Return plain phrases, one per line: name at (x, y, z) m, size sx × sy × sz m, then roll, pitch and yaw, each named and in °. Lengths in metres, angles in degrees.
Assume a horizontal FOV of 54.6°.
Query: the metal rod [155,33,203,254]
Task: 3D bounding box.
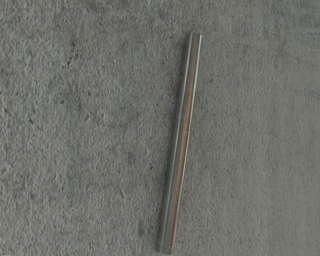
metal rod at (0.027, 0.016, 0.426) m, size 0.025 × 0.025 × 0.299 m, roll 14°, pitch 81°, yaw -39°
